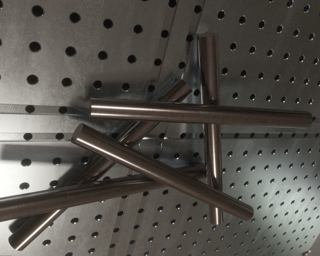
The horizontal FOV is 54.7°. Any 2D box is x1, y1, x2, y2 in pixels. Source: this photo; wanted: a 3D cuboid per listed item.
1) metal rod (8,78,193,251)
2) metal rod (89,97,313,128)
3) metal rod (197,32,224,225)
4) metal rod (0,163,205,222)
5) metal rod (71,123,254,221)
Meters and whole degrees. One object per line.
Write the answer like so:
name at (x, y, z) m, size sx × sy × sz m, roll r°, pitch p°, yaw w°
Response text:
metal rod at (-0.076, 0.047, 0.399) m, size 0.300 × 0.025 × 0.025 m, roll -43°, pitch 130°, yaw 1°
metal rod at (0.065, -0.017, 0.393) m, size 0.303 × 0.025 × 0.025 m, roll 2°, pitch 118°, yaw -19°
metal rod at (0.075, 0.019, 0.443) m, size 0.025 × 0.025 × 0.298 m, roll -18°, pitch 119°, yaw -19°
metal rod at (-0.046, 0.077, 0.408) m, size 0.303 × 0.025 × 0.025 m, roll -4°, pitch 121°, yaw -36°
metal rod at (0.023, 0.070, 0.417) m, size 0.301 × 0.025 × 0.025 m, roll 29°, pitch 102°, yaw -29°
